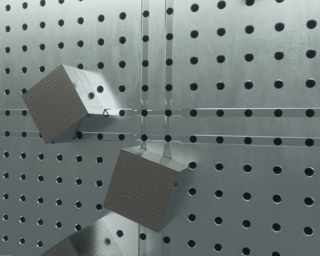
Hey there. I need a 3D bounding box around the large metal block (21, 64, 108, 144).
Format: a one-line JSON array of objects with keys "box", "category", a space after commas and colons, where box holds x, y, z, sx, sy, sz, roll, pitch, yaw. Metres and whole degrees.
[{"box": [-0.137, -0.033, 0.446, 0.080, 0.050, 0.080, -33, 80, 16], "category": "large metal block"}]

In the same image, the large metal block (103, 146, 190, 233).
[{"box": [-0.017, 0.076, 0.404, 0.080, 0.050, 0.080, 20, 96, 18], "category": "large metal block"}]

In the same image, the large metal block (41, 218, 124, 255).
[{"box": [-0.097, 0.179, 0.416, 0.050, 0.080, 0.080, -36, 79, 16], "category": "large metal block"}]
